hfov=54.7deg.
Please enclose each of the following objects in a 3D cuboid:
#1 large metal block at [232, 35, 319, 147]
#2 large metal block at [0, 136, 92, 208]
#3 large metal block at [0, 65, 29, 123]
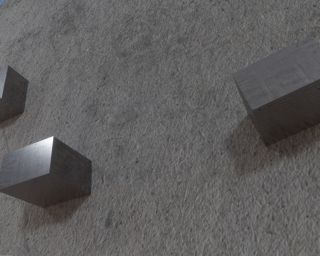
[{"bbox_3d":[0.131,-0.034,0.321,0.080,0.080,0.050,-26,53,12],"label":"large metal block"},{"bbox_3d":[-0.148,0.062,0.408,0.080,0.080,0.050,-19,55,17],"label":"large metal block"},{"bbox_3d":[-0.302,-0.059,0.583,0.080,0.050,0.080,-20,54,16],"label":"large metal block"}]
